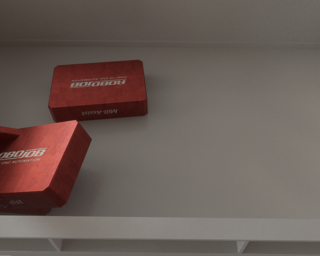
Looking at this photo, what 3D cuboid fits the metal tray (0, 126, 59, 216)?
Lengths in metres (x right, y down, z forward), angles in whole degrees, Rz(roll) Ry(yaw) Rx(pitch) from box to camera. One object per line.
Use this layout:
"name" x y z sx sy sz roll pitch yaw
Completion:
"metal tray" -0.179 0.041 0.333 0.131 0.030 0.090 10 47 -17

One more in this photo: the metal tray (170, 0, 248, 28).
"metal tray" 0.096 -0.250 0.615 0.130 0.030 0.090 29 56 22

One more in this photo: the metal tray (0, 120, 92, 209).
"metal tray" -0.148 0.041 0.337 0.130 0.030 0.090 -7 45 20

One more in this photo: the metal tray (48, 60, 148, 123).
"metal tray" -0.087 -0.055 0.448 0.131 0.030 0.090 -5 50 -5
